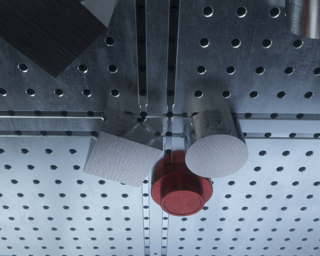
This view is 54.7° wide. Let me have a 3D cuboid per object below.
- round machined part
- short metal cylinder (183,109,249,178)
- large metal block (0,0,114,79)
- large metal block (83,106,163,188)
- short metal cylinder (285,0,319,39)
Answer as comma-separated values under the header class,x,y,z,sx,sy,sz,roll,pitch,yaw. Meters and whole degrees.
class,x,y,z,sx,sy,sz,roll,pitch,yaw
round machined part,0.034,0.103,0.488,0.099,0.042,0.097,0,130,0
short metal cylinder,0.072,0.022,0.414,0.081,0.050,0.079,0,130,0
large metal block,-0.105,-0.110,0.301,0.080,0.050,0.080,-35,122,26
large metal block,-0.049,0.028,0.418,0.080,0.050,0.079,19,128,-16
short metal cylinder,0.154,-0.121,0.274,0.080,0.080,0.050,-11,129,9
